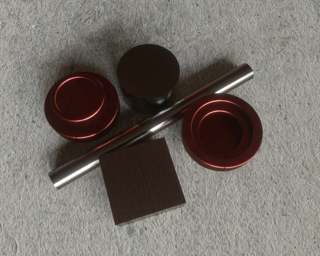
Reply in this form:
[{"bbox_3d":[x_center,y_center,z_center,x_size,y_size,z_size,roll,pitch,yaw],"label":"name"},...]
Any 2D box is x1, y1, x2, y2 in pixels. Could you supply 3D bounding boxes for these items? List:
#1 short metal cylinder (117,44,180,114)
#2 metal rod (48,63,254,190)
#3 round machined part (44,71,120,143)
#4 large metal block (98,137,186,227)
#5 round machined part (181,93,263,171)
[{"bbox_3d":[-0.015,-0.065,0.419,0.081,0.050,0.080,0,70,0],"label":"short metal cylinder"},{"bbox_3d":[-0.003,-0.008,0.413,0.301,0.025,0.025,-30,73,-11],"label":"metal rod"},{"bbox_3d":[-0.104,-0.033,0.411,0.099,0.042,0.098,0,70,0],"label":"round machined part"},{"bbox_3d":[-0.021,0.066,0.372,0.081,0.050,0.080,-16,71,-6],"label":"large metal block"},{"bbox_3d":[0.076,0.008,0.397,0.099,0.042,0.098,0,70,0],"label":"round machined part"}]
